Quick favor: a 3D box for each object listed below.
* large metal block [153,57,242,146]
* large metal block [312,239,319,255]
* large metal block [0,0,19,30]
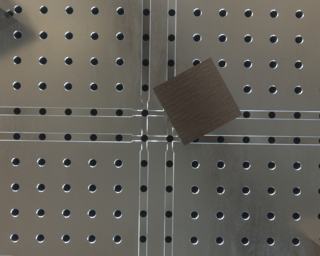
[{"bbox_3d":[0.046,-0.032,0.401,0.080,0.050,0.080,-29,90,0],"label":"large metal block"},{"bbox_3d":[0.254,0.173,0.388,0.080,0.080,0.050,-9,90,0],"label":"large metal block"},{"bbox_3d":[-0.241,-0.150,0.384,0.080,0.080,0.050,-28,90,0],"label":"large metal block"}]
